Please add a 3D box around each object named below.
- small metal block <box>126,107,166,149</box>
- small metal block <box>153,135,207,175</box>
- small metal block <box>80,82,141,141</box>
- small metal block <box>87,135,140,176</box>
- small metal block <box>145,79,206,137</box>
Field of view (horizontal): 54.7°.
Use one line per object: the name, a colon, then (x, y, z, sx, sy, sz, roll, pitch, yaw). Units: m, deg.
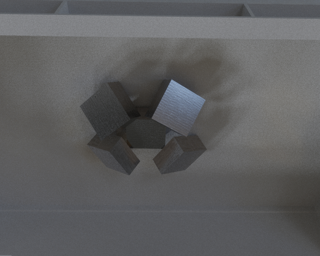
small metal block: (-0.018, 0.000, 0.406, 0.050, 0.025, 0.050, 1, 130, -1)
small metal block: (0.027, 0.036, 0.423, 0.050, 0.025, 0.050, -1, 141, -47)
small metal block: (-0.060, -0.020, 0.372, 0.050, 0.025, 0.050, -35, 85, 26)
small metal block: (-0.063, 0.034, 0.419, 0.050, 0.025, 0.050, 10, 144, 43)
small metal block: (0.018, -0.024, 0.370, 0.050, 0.025, 0.050, 28, 87, -22)
